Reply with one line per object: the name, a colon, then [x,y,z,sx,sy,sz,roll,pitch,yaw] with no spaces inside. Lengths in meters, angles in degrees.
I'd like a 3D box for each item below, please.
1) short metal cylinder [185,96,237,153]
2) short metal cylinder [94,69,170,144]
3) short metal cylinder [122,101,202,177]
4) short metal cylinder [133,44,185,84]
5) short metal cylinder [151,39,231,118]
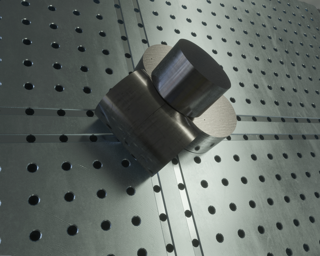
short metal cylinder: [0.058,-0.012,0.431,0.081,0.050,0.080,14,56,-21]
short metal cylinder: [-0.031,-0.025,0.373,0.050,0.080,0.080,47,51,4]
short metal cylinder: [0.003,0.013,0.368,0.050,0.080,0.080,47,51,4]
short metal cylinder: [0.004,-0.071,0.437,0.081,0.050,0.080,14,56,-21]
short metal cylinder: [0.037,-0.059,0.367,0.080,0.050,0.080,31,32,-22]
